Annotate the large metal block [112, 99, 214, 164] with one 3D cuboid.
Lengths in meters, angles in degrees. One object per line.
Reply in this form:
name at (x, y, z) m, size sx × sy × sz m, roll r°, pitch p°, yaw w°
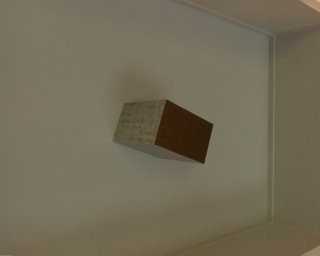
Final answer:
large metal block at (0.004, 0.006, 0.376) m, size 0.080 × 0.080 × 0.050 m, roll 24°, pitch 75°, yaw -38°
